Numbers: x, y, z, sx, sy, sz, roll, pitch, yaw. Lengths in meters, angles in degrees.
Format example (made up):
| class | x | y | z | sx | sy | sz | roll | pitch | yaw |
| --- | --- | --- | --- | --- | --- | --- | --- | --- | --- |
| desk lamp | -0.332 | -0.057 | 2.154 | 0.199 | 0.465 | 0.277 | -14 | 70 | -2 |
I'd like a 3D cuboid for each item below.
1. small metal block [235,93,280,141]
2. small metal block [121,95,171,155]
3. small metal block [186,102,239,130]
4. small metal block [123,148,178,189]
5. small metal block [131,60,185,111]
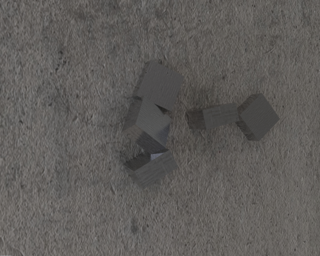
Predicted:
| class | x | y | z | sx | sy | sz | roll | pitch | yaw |
| --- | --- | --- | --- | --- | --- | --- | --- | --- | --- |
| small metal block | 0.142 | -0.016 | 0.461 | 0.050 | 0.025 | 0.050 | -43 | 104 | -15 |
| small metal block | -0.015 | -0.004 | 0.385 | 0.050 | 0.025 | 0.050 | 40 | 41 | -28 |
| small metal block | 0.070 | -0.016 | 0.422 | 0.050 | 0.050 | 0.025 | -14 | 95 | -20 |
| small metal block | -0.013 | 0.047 | 0.390 | 0.050 | 0.050 | 0.025 | -30 | 104 | -17 |
| small metal block | -0.003 | -0.054 | 0.408 | 0.050 | 0.025 | 0.050 | 24 | 82 | -19 |
